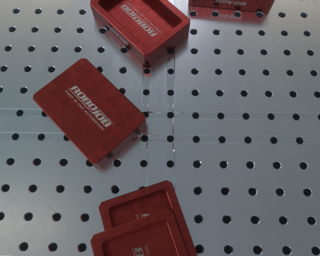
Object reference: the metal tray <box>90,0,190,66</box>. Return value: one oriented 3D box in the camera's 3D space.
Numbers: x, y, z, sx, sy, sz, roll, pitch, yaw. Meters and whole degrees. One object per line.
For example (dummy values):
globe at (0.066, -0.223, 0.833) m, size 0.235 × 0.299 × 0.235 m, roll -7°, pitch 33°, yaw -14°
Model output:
metal tray at (-0.030, -0.167, 0.469) m, size 0.090 × 0.030 × 0.130 m, roll -41°, pitch 75°, yaw -14°

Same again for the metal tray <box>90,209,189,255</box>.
metal tray at (-0.009, 0.160, 0.317) m, size 0.090 × 0.030 × 0.130 m, roll -18°, pitch 71°, yaw -7°

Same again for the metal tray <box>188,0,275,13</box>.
metal tray at (0.115, -0.236, 0.495) m, size 0.131 × 0.030 × 0.090 m, roll 6°, pitch 70°, yaw 2°

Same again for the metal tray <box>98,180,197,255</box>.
metal tray at (-0.009, 0.137, 0.359) m, size 0.090 × 0.030 × 0.130 m, roll -18°, pitch 71°, yaw -7°

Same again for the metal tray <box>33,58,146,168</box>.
metal tray at (-0.093, -0.022, 0.417) m, size 0.090 × 0.030 × 0.130 m, roll -42°, pitch 75°, yaw -14°
